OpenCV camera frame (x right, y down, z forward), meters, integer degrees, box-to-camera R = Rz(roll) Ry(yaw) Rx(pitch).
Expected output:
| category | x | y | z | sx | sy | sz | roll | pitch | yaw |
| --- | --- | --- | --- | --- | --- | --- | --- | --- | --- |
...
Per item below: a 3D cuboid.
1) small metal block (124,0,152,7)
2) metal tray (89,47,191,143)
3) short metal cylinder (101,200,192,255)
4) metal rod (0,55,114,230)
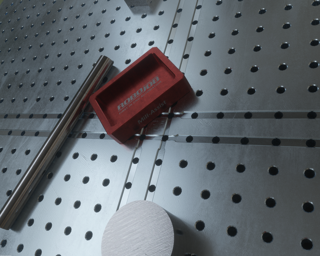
| category | x | y | z | sx | sy | sz | roll | pitch | yaw |
| --- | --- | --- | --- | --- | --- | --- | --- | --- | --- |
| small metal block | -0.036 | -0.258 | 0.583 | 0.050 | 0.025 | 0.050 | 13 | 68 | 33 |
| metal tray | -0.032 | -0.050 | 0.450 | 0.130 | 0.030 | 0.090 | -38 | 51 | 2 |
| short metal cylinder | -0.013 | 0.122 | 0.323 | 0.080 | 0.050 | 0.080 | -13 | 56 | 20 |
| metal rod | -0.157 | 0.012 | 0.480 | 0.025 | 0.025 | 0.300 | 16 | 70 | 34 |
